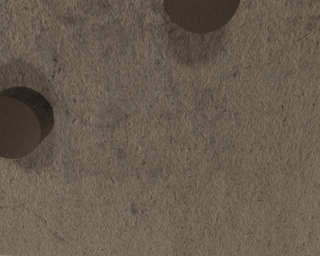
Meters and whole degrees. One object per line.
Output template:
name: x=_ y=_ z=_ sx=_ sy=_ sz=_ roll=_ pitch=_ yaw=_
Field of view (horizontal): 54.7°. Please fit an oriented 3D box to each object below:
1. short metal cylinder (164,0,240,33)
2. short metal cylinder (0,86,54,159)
short metal cylinder: x=0.044 y=-0.148 z=0.343 sx=0.081 sy=0.050 sz=0.079 roll=0 pitch=110 yaw=-1
short metal cylinder: x=-0.182 y=-0.008 z=0.391 sx=0.081 sy=0.050 sz=0.079 roll=0 pitch=110 yaw=-1
